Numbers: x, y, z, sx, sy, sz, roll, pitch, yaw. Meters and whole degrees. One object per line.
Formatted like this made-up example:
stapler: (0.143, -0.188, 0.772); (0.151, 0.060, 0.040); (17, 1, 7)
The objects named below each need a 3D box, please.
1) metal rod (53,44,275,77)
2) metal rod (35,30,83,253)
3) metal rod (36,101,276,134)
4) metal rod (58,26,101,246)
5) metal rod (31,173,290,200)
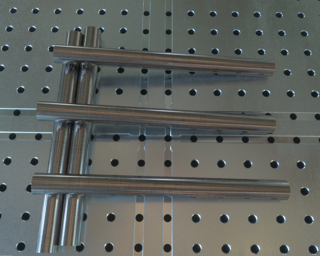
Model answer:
metal rod: (0.010, -0.093, 0.430); (0.302, 0.025, 0.025); (3, 70, -6)
metal rod: (-0.128, 0.003, 0.408); (0.025, 0.025, 0.299); (1, 70, 0)
metal rod: (0.000, -0.013, 0.400); (0.302, 0.025, 0.025); (3, 70, -6)
metal rod: (-0.103, -0.004, 0.411); (0.025, 0.025, 0.299); (1, 70, 0)
metal rod: (0.006, 0.071, 0.371); (0.302, 0.025, 0.025); (3, 70, -6)
